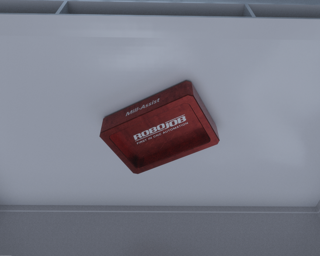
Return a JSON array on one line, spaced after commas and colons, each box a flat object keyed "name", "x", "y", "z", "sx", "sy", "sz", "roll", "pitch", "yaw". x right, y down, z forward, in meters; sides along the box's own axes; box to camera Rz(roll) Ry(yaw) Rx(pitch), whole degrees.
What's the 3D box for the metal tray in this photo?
[{"name": "metal tray", "x": 0.000, "y": 0.004, "z": 0.405, "sx": 0.130, "sy": 0.030, "sz": 0.090, "roll": -23, "pitch": 127, "yaw": 17}]
